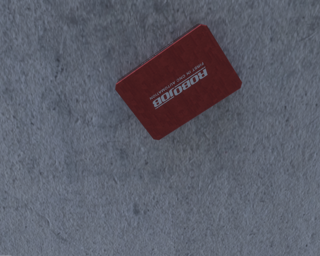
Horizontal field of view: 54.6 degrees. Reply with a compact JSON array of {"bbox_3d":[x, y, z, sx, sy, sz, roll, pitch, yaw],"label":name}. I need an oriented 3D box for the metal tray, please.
[{"bbox_3d":[0.022,-0.056,0.387,0.130,0.030,0.090,-33,107,11],"label":"metal tray"}]
